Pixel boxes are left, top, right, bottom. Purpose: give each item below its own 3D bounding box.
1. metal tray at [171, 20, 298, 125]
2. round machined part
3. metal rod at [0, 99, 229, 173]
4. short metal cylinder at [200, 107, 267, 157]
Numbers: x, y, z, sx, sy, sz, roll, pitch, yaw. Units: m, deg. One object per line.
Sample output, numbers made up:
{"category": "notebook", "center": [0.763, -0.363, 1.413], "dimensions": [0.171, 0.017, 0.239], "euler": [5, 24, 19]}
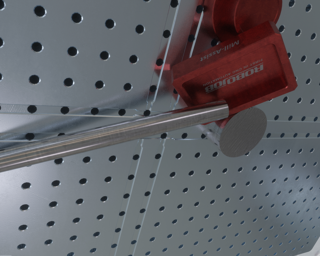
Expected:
{"category": "metal tray", "center": [0.091, -0.062, 0.383], "dimensions": [0.130, 0.030, 0.090], "euler": [-22, 133, 20]}
{"category": "round machined part", "center": [0.105, -0.142, 0.370], "dimensions": [0.099, 0.042, 0.097], "euler": [-14, 124, -21]}
{"category": "metal rod", "center": [-0.061, 0.009, 0.360], "dimensions": [0.302, 0.025, 0.025], "euler": [-13, 124, -13]}
{"category": "short metal cylinder", "center": [0.106, -0.004, 0.451], "dimensions": [0.081, 0.050, 0.079], "euler": [-14, 124, -21]}
